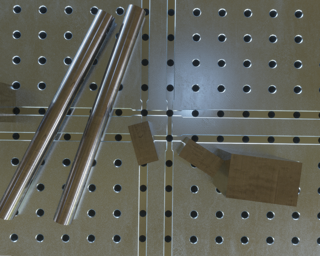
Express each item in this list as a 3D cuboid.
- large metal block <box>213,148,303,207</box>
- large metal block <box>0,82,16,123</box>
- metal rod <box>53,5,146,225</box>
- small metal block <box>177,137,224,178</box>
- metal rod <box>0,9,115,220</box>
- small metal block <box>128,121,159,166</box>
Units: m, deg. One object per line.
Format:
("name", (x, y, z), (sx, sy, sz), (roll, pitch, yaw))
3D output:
("large metal block", (0.117, 0.058, 0.387), (0.080, 0.080, 0.050), (8, 90, 0))
("large metal block", (-0.238, -0.032, 0.384), (0.081, 0.080, 0.050), (0, 90, 0))
("metal rod", (-0.080, -0.017, 0.412), (0.025, 0.025, 0.299), (19, 90, 0))
("small metal block", (0.051, 0.036, 0.401), (0.050, 0.050, 0.025), (33, 91, 0))
("metal rod", (-0.139, -0.018, 0.412), (0.025, 0.025, 0.299), (27, 90, 0))
("small metal block", (-0.020, 0.018, 0.401), (0.025, 0.050, 0.050), (-15, 90, 0))
